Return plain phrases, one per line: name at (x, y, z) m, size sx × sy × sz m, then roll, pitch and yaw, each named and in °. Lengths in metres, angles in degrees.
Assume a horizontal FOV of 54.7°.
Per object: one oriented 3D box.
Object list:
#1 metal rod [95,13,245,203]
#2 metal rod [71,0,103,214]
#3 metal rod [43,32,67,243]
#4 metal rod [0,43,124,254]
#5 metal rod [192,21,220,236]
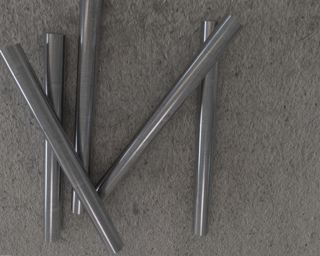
metal rod at (-0.005, -0.008, 0.390) m, size 0.025 × 0.025 × 0.299 m, roll 34°, pitch 112°, yaw -12°
metal rod at (-0.097, -0.020, 0.401) m, size 0.025 × 0.025 × 0.298 m, roll 7°, pitch 110°, yaw -3°
metal rod at (-0.144, 0.026, 0.418) m, size 0.025 × 0.025 × 0.298 m, roll 7°, pitch 110°, yaw -3°
metal rod at (-0.116, 0.041, 0.395) m, size 0.025 × 0.025 × 0.299 m, roll -20°, pitch 109°, yaw 7°
metal rod at (0.061, 0.014, 0.415) m, size 0.025 × 0.025 × 0.298 m, roll 0°, pitch 110°, yaw 0°
